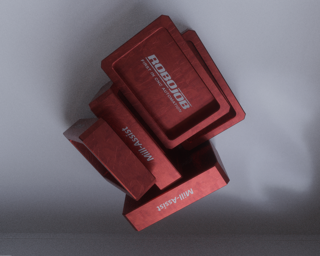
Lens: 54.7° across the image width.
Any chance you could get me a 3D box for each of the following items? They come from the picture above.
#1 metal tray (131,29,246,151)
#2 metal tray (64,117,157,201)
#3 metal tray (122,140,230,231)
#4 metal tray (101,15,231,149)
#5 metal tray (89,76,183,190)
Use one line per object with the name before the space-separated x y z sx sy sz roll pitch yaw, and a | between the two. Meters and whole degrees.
metal tray | 0.036 -0.046 0.392 0.090 0.030 0.130 -32 106 12
metal tray | -0.065 0.032 0.366 0.030 0.130 0.090 -44 107 -17
metal tray | 0.017 0.068 0.400 0.130 0.090 0.030 -31 108 10
metal tray | 0.008 -0.050 0.356 0.090 0.030 0.130 -35 106 12
metal tray | -0.024 0.002 0.374 0.030 0.090 0.130 -35 107 12
